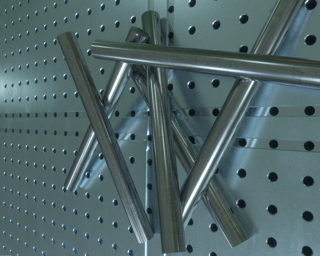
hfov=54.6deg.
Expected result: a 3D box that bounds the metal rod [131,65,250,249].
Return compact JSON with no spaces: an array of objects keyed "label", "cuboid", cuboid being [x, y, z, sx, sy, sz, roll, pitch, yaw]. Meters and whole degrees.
[{"label":"metal rod","cuboid":[0.018,0.006,0.395,0.025,0.025,0.299,-44,63,31]}]

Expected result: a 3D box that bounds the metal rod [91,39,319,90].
[{"label":"metal rod","cuboid":[0.045,-0.068,0.317,0.300,0.025,0.025,15,100,31]}]

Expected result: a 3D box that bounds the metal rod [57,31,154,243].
[{"label":"metal rod","cuboid":[-0.074,0.013,0.425,0.025,0.025,0.299,-20,92,38]}]

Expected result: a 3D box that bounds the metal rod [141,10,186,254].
[{"label":"metal rod","cuboid":[0.001,-0.013,0.368,0.025,0.025,0.299,-23,63,38]}]

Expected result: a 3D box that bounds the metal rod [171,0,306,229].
[{"label":"metal rod","cuboid":[0.078,-0.020,0.325,0.025,0.025,0.299,33,104,35]}]

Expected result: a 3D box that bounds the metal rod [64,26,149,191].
[{"label":"metal rod","cuboid":[-0.090,-0.010,0.462,0.025,0.025,0.298,50,126,28]}]
